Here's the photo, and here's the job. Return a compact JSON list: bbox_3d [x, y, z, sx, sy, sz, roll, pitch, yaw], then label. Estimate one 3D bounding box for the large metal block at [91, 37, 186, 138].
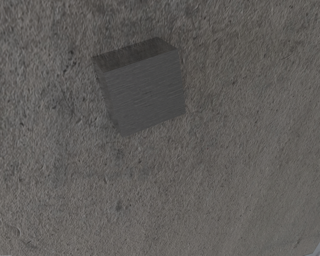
[{"bbox_3d":[-0.022,-0.047,0.349,0.080,0.050,0.080,-22,127,-15],"label":"large metal block"}]
